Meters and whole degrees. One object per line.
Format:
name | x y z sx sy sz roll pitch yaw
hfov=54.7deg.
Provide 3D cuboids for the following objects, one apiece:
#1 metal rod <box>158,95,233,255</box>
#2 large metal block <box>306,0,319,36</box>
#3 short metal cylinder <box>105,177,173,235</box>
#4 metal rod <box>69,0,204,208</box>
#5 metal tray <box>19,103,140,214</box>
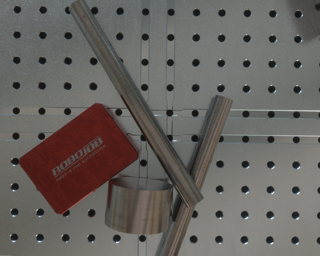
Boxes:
metal rod | 0.035 0.101 0.413 0.025 0.025 0.299 20 90 0
large metal block | 0.243 -0.178 0.403 0.080 0.050 0.080 -20 90 0
short metal cylinder | -0.026 0.094 0.386 0.080 0.080 0.050 6 90 0
metal rod | -0.033 -0.035 0.399 0.025 0.025 0.299 -31 85 0
metal tray | -0.104 0.039 0.410 0.130 0.030 0.090 -36 90 0
